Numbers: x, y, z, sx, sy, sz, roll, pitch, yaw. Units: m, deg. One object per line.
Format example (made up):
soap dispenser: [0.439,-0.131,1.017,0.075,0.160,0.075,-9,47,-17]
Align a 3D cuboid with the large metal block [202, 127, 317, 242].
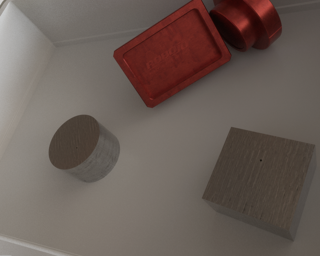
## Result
large metal block: [0.100,0.053,0.305,0.080,0.050,0.080,14,69,33]

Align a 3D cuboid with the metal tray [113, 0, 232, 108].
metal tray: [0.016,-0.098,0.413,0.130,0.090,0.030,-31,18,7]

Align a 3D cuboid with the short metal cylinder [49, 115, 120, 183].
short metal cylinder: [-0.103,0.029,0.424,0.080,0.050,0.080,-13,56,20]

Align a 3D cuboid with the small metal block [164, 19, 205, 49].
small metal block: [0.034,-0.125,0.447,0.050,0.050,0.025,-31,52,8]

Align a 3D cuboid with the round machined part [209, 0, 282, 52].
round machined part: [0.100,-0.134,0.388,0.042,0.098,0.098,-44,51,2]
